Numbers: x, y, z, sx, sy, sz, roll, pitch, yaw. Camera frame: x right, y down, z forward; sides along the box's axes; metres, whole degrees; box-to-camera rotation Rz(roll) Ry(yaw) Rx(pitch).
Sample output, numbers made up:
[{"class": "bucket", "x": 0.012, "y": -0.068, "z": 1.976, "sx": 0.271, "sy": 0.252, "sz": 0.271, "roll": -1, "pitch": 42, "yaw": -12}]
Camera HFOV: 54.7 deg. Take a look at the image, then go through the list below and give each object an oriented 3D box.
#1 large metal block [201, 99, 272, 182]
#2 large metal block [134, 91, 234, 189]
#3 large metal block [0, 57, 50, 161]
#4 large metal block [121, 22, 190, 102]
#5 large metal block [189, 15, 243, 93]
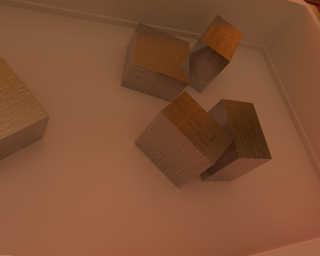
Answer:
[{"class": "large metal block", "x": 0.089, "y": 0.019, "z": 0.409, "sx": 0.050, "sy": 0.080, "sz": 0.080, "roll": 5, "pitch": 60, "yaw": -26}, {"class": "large metal block", "x": 0.026, "y": 0.016, "z": 0.376, "sx": 0.080, "sy": 0.080, "sz": 0.050, "roll": 46, "pitch": 51, "yaw": 3}, {"class": "large metal block", "x": -0.171, "y": -0.013, "z": 0.305, "sx": 0.080, "sy": 0.050, "sz": 0.081, "roll": 49, "pitch": 51, "yaw": 6}, {"class": "large metal block", "x": -0.005, "y": -0.093, "z": 0.445, "sx": 0.081, "sy": 0.050, "sz": 0.080, "roll": 17, "pitch": 55, "yaw": -19}, {"class": "large metal block", "x": 0.076, "y": -0.115, "z": 0.483, "sx": 0.050, "sy": 0.080, "sz": 0.080, "roll": 35, "pitch": 51, "yaw": -6}]
